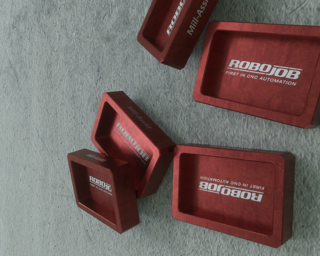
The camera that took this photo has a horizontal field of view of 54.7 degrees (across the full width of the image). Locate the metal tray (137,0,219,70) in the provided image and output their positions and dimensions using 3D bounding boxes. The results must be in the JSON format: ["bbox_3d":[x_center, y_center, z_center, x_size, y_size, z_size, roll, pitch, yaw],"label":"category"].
[{"bbox_3d":[0.024,-0.145,0.362,0.129,0.030,0.090,-63,35,21],"label":"metal tray"}]

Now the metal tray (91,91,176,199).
[{"bbox_3d":[-0.042,0.020,0.424,0.130,0.030,0.089,45,129,30],"label":"metal tray"}]

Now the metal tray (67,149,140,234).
[{"bbox_3d":[-0.084,0.085,0.444,0.130,0.030,0.089,9,110,49],"label":"metal tray"}]

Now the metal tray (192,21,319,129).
[{"bbox_3d":[0.102,-0.058,0.317,0.130,0.030,0.089,19,102,38],"label":"metal tray"}]

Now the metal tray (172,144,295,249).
[{"bbox_3d":[0.074,0.066,0.340,0.130,0.030,0.089,3,92,40],"label":"metal tray"}]
